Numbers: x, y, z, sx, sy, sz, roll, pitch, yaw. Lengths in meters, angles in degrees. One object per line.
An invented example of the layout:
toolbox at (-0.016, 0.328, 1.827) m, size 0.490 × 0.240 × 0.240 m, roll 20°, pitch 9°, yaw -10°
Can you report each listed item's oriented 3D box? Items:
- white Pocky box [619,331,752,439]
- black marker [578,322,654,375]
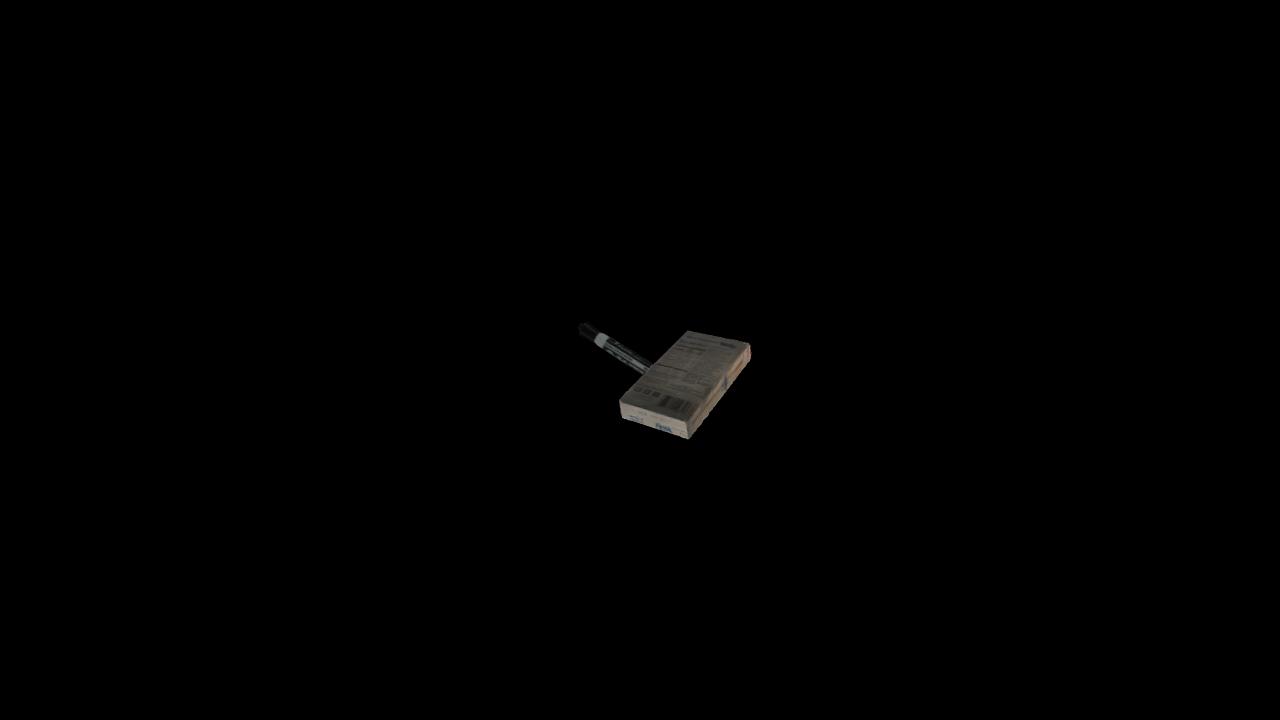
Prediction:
white Pocky box at (0.053, 0.021, 0.675) m, size 0.084 × 0.028 × 0.154 m, roll 14°, pitch 39°, yaw 30°
black marker at (-0.025, -0.010, 0.736) m, size 0.121 × 0.020 × 0.020 m, roll 32°, pitch 10°, yaw 16°
